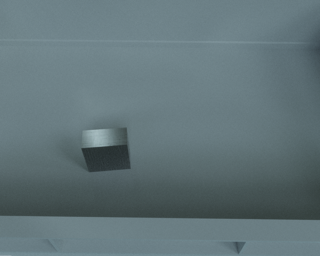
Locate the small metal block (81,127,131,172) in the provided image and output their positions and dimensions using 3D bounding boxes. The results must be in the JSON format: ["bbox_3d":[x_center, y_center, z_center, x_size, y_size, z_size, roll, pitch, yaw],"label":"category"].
[{"bbox_3d":[-0.062,0.027,0.366,0.050,0.050,0.025,-4,50,-4],"label":"small metal block"}]
